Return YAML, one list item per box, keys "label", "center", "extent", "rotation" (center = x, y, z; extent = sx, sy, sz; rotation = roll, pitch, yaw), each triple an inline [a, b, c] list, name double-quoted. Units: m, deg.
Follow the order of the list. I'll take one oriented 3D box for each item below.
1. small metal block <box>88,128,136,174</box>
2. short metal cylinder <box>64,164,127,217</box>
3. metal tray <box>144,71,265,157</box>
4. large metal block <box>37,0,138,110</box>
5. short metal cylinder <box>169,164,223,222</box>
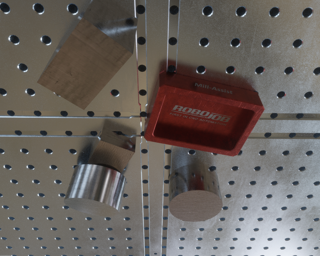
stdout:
- label: "small metal block"
  center: [-0.068, 0.033, 0.439]
  extent: [0.050, 0.025, 0.050]
  rotation: [22, 127, -18]
- label: "short metal cylinder"
  center: [-0.094, 0.094, 0.458]
  extent: [0.080, 0.050, 0.080]
  rotation: [8, 149, 5]
- label: "metal tray"
  center: [0.053, -0.014, 0.396]
  extent: [0.131, 0.030, 0.089]
  rotation: [11, 129, -10]
- label: "large metal block"
  center: [-0.069, -0.079, 0.308]
  extent: [0.050, 0.080, 0.080]
  rotation: [33, 123, -25]
- label: "short metal cylinder"
  center: [0.053, 0.102, 0.483]
  extent: [0.081, 0.050, 0.079]
  rotation: [0, 130, 0]
